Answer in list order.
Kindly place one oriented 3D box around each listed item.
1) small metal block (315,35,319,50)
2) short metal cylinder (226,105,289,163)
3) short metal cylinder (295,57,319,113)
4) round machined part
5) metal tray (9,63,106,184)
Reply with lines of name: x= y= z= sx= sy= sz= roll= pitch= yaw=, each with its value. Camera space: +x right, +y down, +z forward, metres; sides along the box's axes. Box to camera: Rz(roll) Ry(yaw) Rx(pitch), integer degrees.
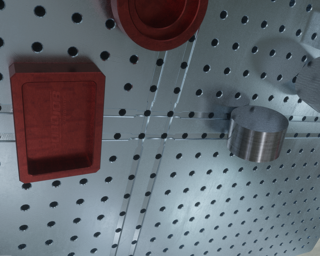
small metal block: x=0.273 y=-0.142 z=0.472 sx=0.050 sy=0.025 sz=0.050 roll=-5 pitch=121 yaw=-26
short metal cylinder: x=0.142 y=0.007 z=0.457 sx=0.081 sy=0.080 sz=0.050 roll=-12 pitch=124 yaw=-22
short metal cylinder: x=0.259 y=-0.065 z=0.477 sx=0.050 sy=0.080 sz=0.080 roll=23 pitch=106 yaw=-37
round machined part: x=-0.003 y=-0.132 z=0.316 sx=0.099 sy=0.042 sz=0.097 roll=-14 pitch=124 yaw=-21
metal tray: x=-0.112 y=-0.005 z=0.343 sx=0.091 sy=0.030 sz=0.129 roll=-6 pitch=121 yaw=-26
